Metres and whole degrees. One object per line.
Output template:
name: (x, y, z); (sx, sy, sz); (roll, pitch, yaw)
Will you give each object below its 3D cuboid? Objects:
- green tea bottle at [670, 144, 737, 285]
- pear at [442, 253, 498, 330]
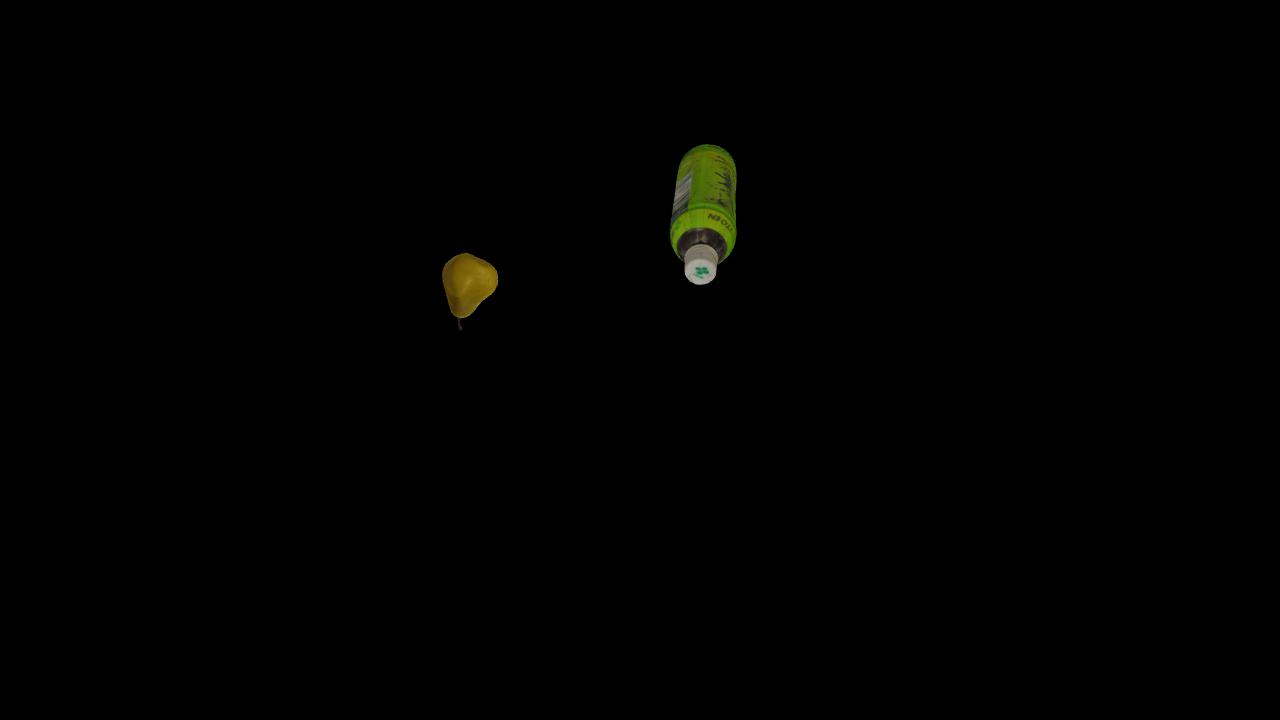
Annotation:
green tea bottle: (0.068, -0.154, 0.657); (0.073, 0.073, 0.212); (0, 44, 11)
pear: (-0.263, -0.102, 0.918); (0.080, 0.111, 0.080); (28, 7, -4)
